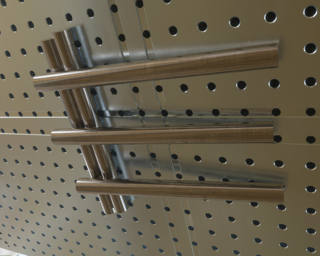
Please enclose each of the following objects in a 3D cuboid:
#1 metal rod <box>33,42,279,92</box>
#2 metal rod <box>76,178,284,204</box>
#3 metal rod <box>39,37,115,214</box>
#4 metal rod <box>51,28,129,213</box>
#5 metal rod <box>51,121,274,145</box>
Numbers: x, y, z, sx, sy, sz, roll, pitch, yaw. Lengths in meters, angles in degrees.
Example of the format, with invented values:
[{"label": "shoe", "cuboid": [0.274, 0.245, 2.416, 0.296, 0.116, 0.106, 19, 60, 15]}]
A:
[{"label": "metal rod", "cuboid": [-0.022, -0.066, 0.362, 0.301, 0.025, 0.025, -2, 118, 22]}, {"label": "metal rod", "cuboid": [0.013, 0.086, 0.437, 0.301, 0.025, 0.025, -2, 118, 22]}, {"label": "metal rod", "cuboid": [-0.117, 0.012, 0.477, 0.025, 0.025, 0.298, 1, 119, 27]}, {"label": "metal rod", "cuboid": [-0.096, 0.005, 0.462, 0.025, 0.025, 0.298, 1, 119, 27]}, {"label": "metal rod", "cuboid": [-0.013, 0.009, 0.402, 0.301, 0.025, 0.025, -2, 118, 21]}]
